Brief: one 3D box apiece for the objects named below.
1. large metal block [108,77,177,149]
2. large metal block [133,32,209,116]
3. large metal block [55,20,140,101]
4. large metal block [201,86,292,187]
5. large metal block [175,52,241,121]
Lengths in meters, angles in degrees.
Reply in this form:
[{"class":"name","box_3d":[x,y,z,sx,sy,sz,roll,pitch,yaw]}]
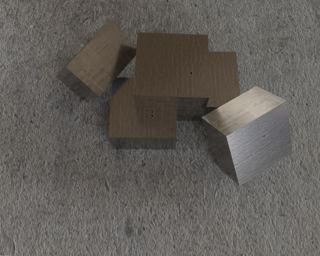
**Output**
[{"class":"large metal block","box_3d":[-0.020,-0.018,0.400,0.081,0.050,0.080,0,70,0]},{"class":"large metal block","box_3d":[0.013,-0.062,0.364,0.081,0.050,0.080,2,70,0]},{"class":"large metal block","box_3d":[-0.083,-0.084,0.402,0.050,0.080,0.080,44,73,-21]},{"class":"large metal block","box_3d":[0.106,0.009,0.371,0.080,0.080,0.050,-30,35,-11]},{"class":"large metal block","box_3d":[0.060,-0.055,0.417,0.081,0.050,0.080,0,70,0]}]
